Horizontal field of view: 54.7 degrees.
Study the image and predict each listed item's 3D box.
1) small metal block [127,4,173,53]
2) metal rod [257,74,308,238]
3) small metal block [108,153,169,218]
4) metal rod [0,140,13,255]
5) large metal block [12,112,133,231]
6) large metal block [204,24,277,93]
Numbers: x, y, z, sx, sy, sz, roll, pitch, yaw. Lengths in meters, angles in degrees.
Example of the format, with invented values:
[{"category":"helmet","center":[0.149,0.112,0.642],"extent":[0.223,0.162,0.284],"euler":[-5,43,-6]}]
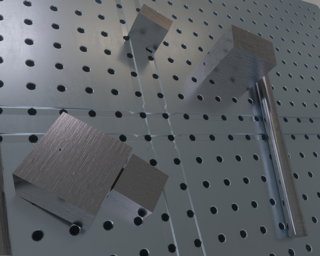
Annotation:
[{"category":"small metal block","center":[-0.016,-0.152,0.476],"extent":[0.050,0.050,0.025],"euler":[28,52,-11]},{"category":"metal rod","center":[0.186,0.018,0.496],"extent":[0.025,0.025,0.299],"euler":[13,56,-21]},{"category":"small metal block","center":[-0.025,0.066,0.354],"extent":[0.050,0.025,0.050],"euler":[33,51,-7]},{"category":"metal rod","center":[-0.162,0.046,0.293],"extent":[0.025,0.025,0.299],"euler":[-5,64,-30]},{"category":"large metal block","center":[-0.085,0.043,0.313],"extent":[0.080,0.050,0.080],"euler":[28,52,-1]},{"category":"large metal block","center":[0.129,-0.110,0.509],"extent":[0.081,0.080,0.050],"euler":[16,55,-19]}]
